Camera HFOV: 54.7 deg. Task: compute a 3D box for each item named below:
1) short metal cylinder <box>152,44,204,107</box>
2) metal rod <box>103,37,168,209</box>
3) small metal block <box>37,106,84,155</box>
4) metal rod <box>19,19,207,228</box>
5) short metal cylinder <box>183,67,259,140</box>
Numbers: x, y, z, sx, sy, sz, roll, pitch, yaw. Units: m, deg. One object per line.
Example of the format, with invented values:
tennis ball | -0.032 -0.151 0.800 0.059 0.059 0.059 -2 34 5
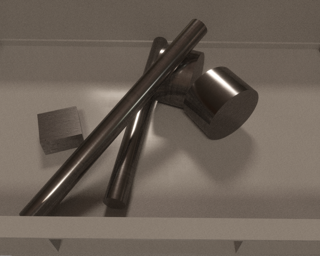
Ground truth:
short metal cylinder | 0.026 -0.071 0.429 0.050 0.080 0.080 17 52 13
metal rod | -0.024 -0.031 0.430 0.025 0.025 0.300 8 50 6
small metal block | -0.128 0.002 0.401 0.050 0.025 0.050 -14 52 -12
metal rod | -0.044 -0.016 0.358 0.025 0.025 0.300 34 76 24
short metal cylinder | 0.078 -0.031 0.397 0.081 0.080 0.050 -26 55 -21
